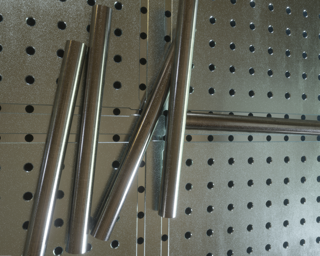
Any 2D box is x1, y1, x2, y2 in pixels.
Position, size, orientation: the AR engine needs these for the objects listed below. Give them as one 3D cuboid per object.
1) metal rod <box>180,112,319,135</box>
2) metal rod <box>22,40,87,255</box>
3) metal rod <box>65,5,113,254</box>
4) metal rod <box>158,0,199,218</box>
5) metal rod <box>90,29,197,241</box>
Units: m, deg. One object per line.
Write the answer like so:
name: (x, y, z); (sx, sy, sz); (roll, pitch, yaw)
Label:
metal rod: (0.171, -0.004, 0.477); (0.303, 0.025, 0.025); (3, 89, -21)
metal rod: (-0.127, 0.045, 0.365); (0.025, 0.025, 0.298); (12, 86, -20)
metal rod: (-0.087, 0.000, 0.381); (0.025, 0.025, 0.298); (7, 88, -20)
metal rod: (0.024, -0.031, 0.401); (0.025, 0.025, 0.298); (3, 97, -20)
metal rod: (-0.018, -0.002, 0.406); (0.025, 0.025, 0.299); (25, 81, -19)
